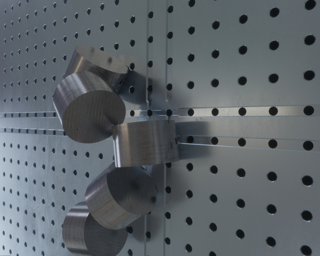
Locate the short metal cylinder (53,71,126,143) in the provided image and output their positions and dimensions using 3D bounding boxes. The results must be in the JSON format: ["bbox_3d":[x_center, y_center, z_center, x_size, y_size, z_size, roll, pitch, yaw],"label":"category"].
[{"bbox_3d":[-0.091,-0.027,0.400,0.080,0.081,0.050,-60,43,23],"label":"short metal cylinder"}]

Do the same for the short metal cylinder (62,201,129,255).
[{"bbox_3d":[-0.092,0.146,0.450,0.050,0.081,0.080,-12,82,39],"label":"short metal cylinder"}]

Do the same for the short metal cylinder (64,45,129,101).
[{"bbox_3d":[-0.093,-0.078,0.450,0.080,0.081,0.050,44,116,31],"label":"short metal cylinder"}]

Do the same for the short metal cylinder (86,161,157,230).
[{"bbox_3d":[-0.051,0.088,0.416,0.050,0.081,0.080,-41,66,33],"label":"short metal cylinder"}]

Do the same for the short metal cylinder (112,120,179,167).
[{"bbox_3d":[-0.018,0.020,0.388,0.080,0.081,0.050,-9,85,39],"label":"short metal cylinder"}]
